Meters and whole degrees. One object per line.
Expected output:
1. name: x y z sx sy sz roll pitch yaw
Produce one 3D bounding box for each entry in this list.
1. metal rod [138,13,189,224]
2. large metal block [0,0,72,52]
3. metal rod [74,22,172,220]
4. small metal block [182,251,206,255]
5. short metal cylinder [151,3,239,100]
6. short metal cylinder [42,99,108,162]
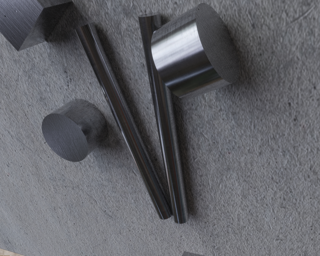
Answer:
1. metal rod: 0.010 0.007 0.405 0.025 0.025 0.298 5 121 26
2. large metal block: -0.171 -0.157 0.384 0.080 0.050 0.080 49 129 -7
3. metal rod: -0.042 0.005 0.431 0.025 0.025 0.299 -8 115 32
4. small metal block: 0.056 0.235 0.507 0.050 0.050 0.025 1 119 28
5. short metal cylinder: 0.037 -0.074 0.307 0.050 0.080 0.080 -19 108 35
6. short metal cylinder: -0.125 0.003 0.459 0.080 0.050 0.079 13 124 21
